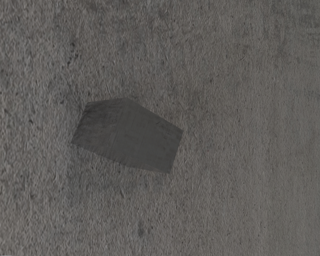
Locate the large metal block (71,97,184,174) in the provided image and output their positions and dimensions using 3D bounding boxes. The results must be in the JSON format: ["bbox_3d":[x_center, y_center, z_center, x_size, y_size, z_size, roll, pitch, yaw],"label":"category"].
[{"bbox_3d":[-0.036,0.010,0.338,0.080,0.080,0.050,29,72,-36],"label":"large metal block"}]
